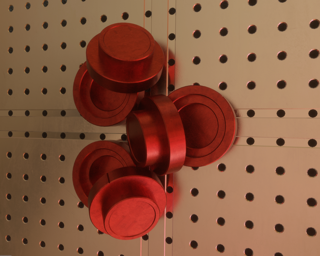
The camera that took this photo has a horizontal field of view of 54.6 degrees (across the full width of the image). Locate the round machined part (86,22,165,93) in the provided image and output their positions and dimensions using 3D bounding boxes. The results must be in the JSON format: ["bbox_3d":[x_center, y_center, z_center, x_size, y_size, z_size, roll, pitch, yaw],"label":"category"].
[{"bbox_3d":[-0.042,-0.094,0.390,0.099,0.042,0.098,5,56,-8],"label":"round machined part"}]

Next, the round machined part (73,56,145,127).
[{"bbox_3d":[-0.066,-0.050,0.426,0.098,0.042,0.097,0,90,20],"label":"round machined part"}]

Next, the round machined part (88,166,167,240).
[{"bbox_3d":[-0.038,0.100,0.387,0.099,0.042,0.097,-8,119,-14],"label":"round machined part"}]

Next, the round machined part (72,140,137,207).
[{"bbox_3d":[-0.067,0.065,0.427,0.098,0.042,0.097,0,90,20],"label":"round machined part"}]

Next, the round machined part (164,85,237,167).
[{"bbox_3d":[0.047,-0.003,0.387,0.098,0.042,0.097,0,90,20],"label":"round machined part"}]

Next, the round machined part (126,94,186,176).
[{"bbox_3d":[-0.011,0.010,0.376,0.042,0.098,0.098,-11,85,-22],"label":"round machined part"}]
